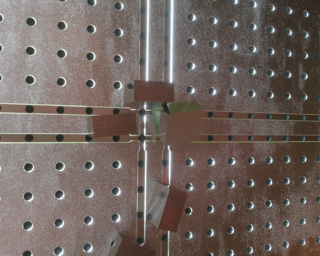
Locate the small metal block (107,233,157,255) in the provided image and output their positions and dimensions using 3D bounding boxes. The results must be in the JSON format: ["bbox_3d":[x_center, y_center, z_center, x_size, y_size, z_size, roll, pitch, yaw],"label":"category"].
[{"bbox_3d":[-0.040,0.171,0.399,0.050,0.025,0.050,28,81,-18],"label":"small metal block"}]

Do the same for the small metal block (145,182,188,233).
[{"bbox_3d":[0.008,0.101,0.403,0.025,0.050,0.050,19,84,-19],"label":"small metal block"}]

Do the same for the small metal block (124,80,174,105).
[{"bbox_3d":[-0.015,-0.044,0.395,0.050,0.050,0.025,1,90,-20],"label":"small metal block"}]

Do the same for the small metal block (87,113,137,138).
[{"bbox_3d":[-0.060,-0.004,0.378,0.050,0.050,0.025,-5,92,-20],"label":"small metal block"}]

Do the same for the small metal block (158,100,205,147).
[{"bbox_3d":[0.027,-0.006,0.412,0.050,0.025,0.050,-9,126,-20],"label":"small metal block"}]
